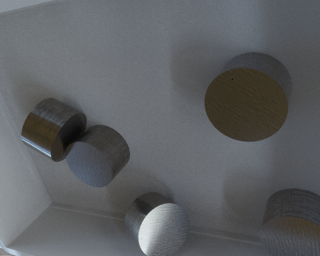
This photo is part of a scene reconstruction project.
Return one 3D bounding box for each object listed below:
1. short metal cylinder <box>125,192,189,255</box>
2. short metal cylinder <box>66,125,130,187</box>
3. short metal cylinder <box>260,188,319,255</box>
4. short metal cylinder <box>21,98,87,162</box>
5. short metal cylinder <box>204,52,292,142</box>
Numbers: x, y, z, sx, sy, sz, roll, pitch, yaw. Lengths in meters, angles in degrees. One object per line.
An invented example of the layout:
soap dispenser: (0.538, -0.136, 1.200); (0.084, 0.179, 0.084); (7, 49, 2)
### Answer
short metal cylinder: (-0.005, 0.140, 0.452); (0.050, 0.080, 0.080); (15, 132, 61)
short metal cylinder: (-0.093, 0.042, 0.465); (0.080, 0.050, 0.079); (13, 124, 20)
short metal cylinder: (0.168, 0.122, 0.379); (0.080, 0.050, 0.079); (13, 124, 20)
short metal cylinder: (-0.152, 0.003, 0.453); (0.050, 0.080, 0.079); (27, 128, 11)
short metal cylinder: (0.093, -0.032, 0.323); (0.080, 0.050, 0.079); (13, 124, 20)
